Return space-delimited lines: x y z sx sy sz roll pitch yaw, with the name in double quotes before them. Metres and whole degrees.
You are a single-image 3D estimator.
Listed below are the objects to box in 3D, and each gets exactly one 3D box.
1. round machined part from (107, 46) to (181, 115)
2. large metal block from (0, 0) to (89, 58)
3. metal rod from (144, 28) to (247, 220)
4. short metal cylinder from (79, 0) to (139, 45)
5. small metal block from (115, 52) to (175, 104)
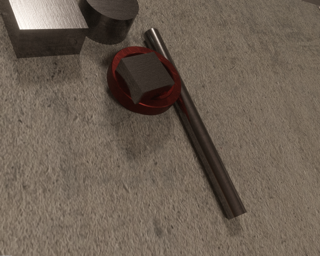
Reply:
"round machined part" -0.024 -0.059 0.417 0.099 0.042 0.098 14 56 -21
"large metal block" -0.149 -0.139 0.393 0.081 0.050 0.080 -14 69 -34
"metal rod" 0.042 -0.019 0.439 0.025 0.025 0.299 -11 67 -33
"short metal cylinder" -0.077 -0.169 0.450 0.081 0.050 0.080 14 56 -21
"small metal block" -0.019 -0.062 0.379 0.050 0.025 0.050 -22 74 -36
